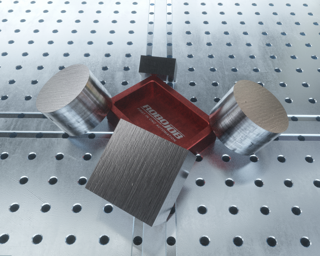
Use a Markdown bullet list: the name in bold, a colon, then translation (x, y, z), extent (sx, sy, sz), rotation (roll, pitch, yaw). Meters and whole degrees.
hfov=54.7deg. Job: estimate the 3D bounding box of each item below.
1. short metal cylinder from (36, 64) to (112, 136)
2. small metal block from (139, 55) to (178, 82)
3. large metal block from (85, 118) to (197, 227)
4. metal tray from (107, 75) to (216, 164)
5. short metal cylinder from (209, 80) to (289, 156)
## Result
- **short metal cylinder**: translation (-0.110, -0.036, 0.402), extent (0.080, 0.050, 0.080), rotation (-17, 48, 19)
- **small metal block**: translation (-0.001, -0.087, 0.461), extent (0.050, 0.050, 0.025), rotation (7, 88, 6)
- **large metal block**: translation (-0.018, 0.047, 0.329), extent (0.080, 0.050, 0.080), rotation (25, 85, 19)
- **metal tray**: translation (0.000, -0.010, 0.411), extent (0.091, 0.030, 0.130), rotation (-34, 58, -25)
- **short metal cylinder**: translation (0.109, -0.013, 0.383), extent (0.081, 0.050, 0.080), rotation (18, 47, -20)
